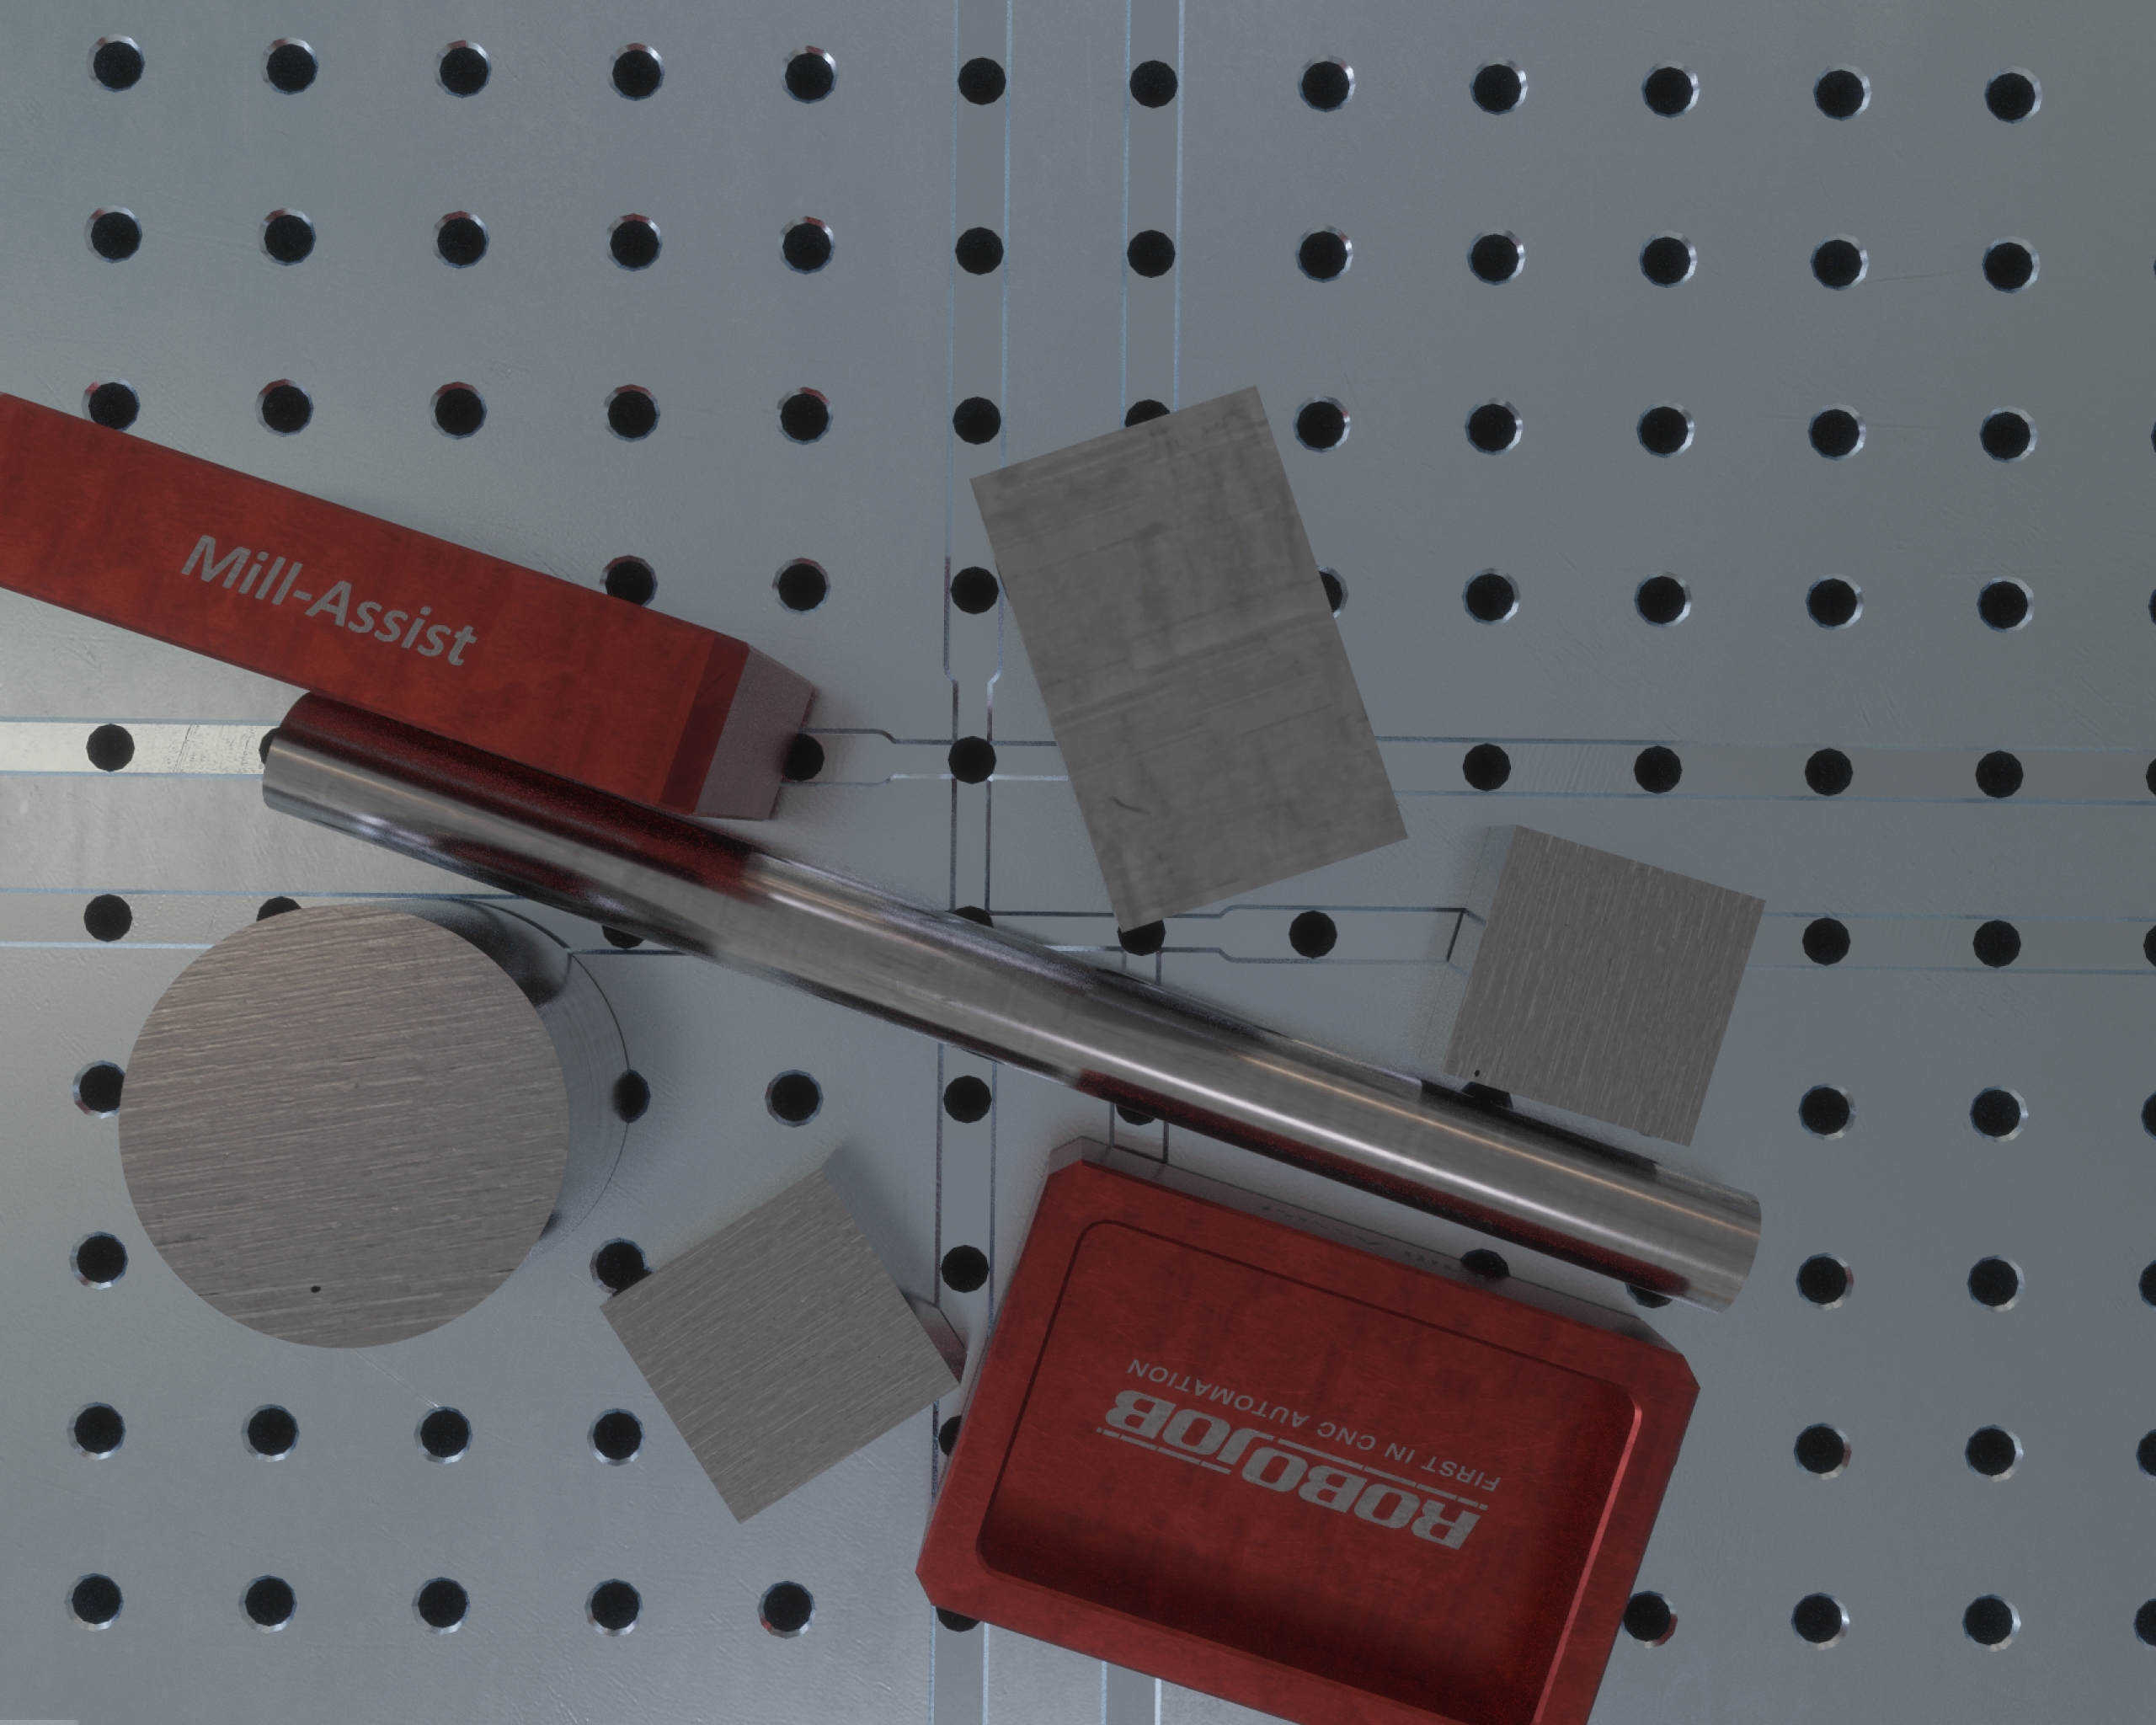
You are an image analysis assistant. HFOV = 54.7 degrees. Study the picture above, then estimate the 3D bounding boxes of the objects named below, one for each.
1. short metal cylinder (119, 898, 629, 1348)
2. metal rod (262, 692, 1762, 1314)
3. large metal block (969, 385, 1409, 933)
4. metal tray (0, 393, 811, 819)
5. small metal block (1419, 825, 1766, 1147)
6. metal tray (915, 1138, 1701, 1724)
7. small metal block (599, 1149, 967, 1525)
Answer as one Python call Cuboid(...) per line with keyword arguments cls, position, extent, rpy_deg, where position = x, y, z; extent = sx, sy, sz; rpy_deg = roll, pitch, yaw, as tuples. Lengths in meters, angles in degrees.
Cuboid(cls="short metal cylinder", position=(-0.132, 0.047, 0.399), extent=(0.081, 0.050, 0.080), rpy_deg=(0, 90, 0))
Cuboid(cls="metal rod", position=(-0.012, 0.028, 0.413), extent=(0.301, 0.025, 0.025), rpy_deg=(19, 90, 0))
Cuboid(cls="large metal block", position=(0.019, -0.034, 0.387), extent=(0.050, 0.080, 0.080), rpy_deg=(-19, 90, 0))
Cuboid(cls="metal tray", position=(-0.120, -0.042, 0.379), extent=(0.131, 0.090, 0.030), rpy_deg=(19, 90, 0))
Cuboid(cls="small metal block", position=(0.101, 0.024, 0.414), extent=(0.050, 0.025, 0.050), rpy_deg=(17, 90, 0))
Cuboid(cls="metal tray", position=(0.044, 0.117, 0.411), extent=(0.131, 0.030, 0.090), rpy_deg=(18, 90, 0))
Cuboid(cls="small metal block", position=(-0.057, 0.093, 0.413), extent=(0.050, 0.025, 0.050), rpy_deg=(-32, 90, 0))
